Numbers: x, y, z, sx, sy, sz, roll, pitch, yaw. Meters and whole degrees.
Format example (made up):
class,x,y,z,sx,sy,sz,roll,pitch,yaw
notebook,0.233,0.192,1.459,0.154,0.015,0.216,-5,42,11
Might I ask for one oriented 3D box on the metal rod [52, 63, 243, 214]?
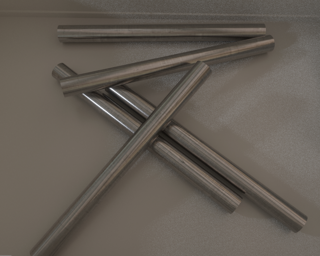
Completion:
class,x,y,z,sx,sy,sz,roll,pitch,yaw
metal rod,-0.025,0.007,0.406,0.300,0.025,0.025,37,74,12

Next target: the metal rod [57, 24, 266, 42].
class,x,y,z,sx,sy,sz,roll,pitch,yaw
metal rod,0.003,-0.141,0.460,0.302,0.025,0.025,-1,70,-1

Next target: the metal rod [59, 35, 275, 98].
class,x,y,z,sx,sy,sz,roll,pitch,yaw
metal rod,0.019,-0.088,0.425,0.302,0.025,0.025,-15,71,-12

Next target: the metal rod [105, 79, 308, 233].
class,x,y,z,sx,sy,sz,roll,pitch,yaw
metal rod,0.050,0.027,0.400,0.300,0.025,0.025,37,74,12

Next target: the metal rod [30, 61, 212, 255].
class,x,y,z,sx,sy,sz,roll,pitch,yaw
metal rod,-0.041,0.035,0.374,0.025,0.025,0.300,39,82,12
